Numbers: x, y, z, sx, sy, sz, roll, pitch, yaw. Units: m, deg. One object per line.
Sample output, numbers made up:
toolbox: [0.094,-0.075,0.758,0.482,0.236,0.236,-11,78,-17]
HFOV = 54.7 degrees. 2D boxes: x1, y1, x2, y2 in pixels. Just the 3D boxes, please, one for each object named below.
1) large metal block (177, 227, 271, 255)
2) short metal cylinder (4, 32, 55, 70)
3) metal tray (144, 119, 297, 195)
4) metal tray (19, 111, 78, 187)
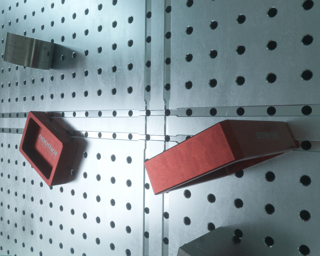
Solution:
large metal block: [0.069,0.153,0.316,0.080,0.081,0.050,21,103,38]
short metal cylinder: [-0.238,-0.140,0.566,0.080,0.081,0.050,22,104,37]
metal tray: [0.061,0.025,0.290,0.090,0.131,0.030,-31,71,35]
metal tray: [-0.211,0.035,0.576,0.130,0.030,0.089,35,111,34]
